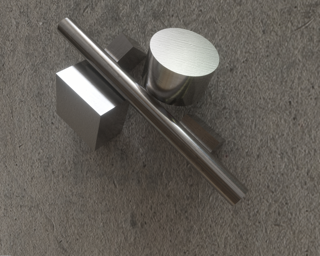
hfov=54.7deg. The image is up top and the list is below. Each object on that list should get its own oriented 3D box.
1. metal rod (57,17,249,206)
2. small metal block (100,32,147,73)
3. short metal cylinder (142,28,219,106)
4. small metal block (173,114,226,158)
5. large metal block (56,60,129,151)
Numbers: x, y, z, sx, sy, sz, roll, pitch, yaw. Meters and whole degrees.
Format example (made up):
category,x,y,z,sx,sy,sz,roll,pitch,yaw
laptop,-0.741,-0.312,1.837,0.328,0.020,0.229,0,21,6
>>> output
category,x,y,z,sx,sy,sz,roll,pitch,yaw
metal rod,-0.018,-0.029,0.363,0.300,0.025,0.025,45,104,14
small metal block,-0.050,-0.095,0.414,0.050,0.050,0.025,-40,78,15
short metal cylinder,0.023,-0.072,0.366,0.080,0.080,0.050,41,144,15
small metal block,0.049,0.009,0.376,0.050,0.050,0.025,42,103,14
large metal block,-0.090,-0.030,0.409,0.080,0.050,0.080,42,144,14
